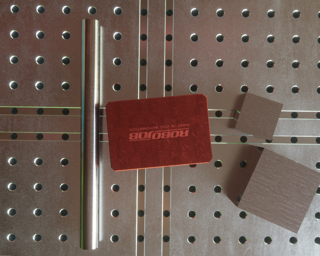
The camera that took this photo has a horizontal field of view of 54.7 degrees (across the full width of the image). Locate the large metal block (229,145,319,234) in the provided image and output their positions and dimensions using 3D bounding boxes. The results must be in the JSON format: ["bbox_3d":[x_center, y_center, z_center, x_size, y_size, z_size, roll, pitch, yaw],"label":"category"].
[{"bbox_3d":[0.147,0.077,0.403,0.080,0.050,0.080,24,90,-1],"label":"large metal block"}]

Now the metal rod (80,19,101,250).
[{"bbox_3d":[-0.093,0.008,0.412,0.025,0.025,0.298,0,90,-1],"label":"metal rod"}]

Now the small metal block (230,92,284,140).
[{"bbox_3d":[0.129,-0.015,0.415,0.050,0.025,0.050,18,90,-1],"label":"small metal block"}]

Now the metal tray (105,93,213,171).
[{"bbox_3d":[-0.001,0.005,0.411,0.131,0.030,0.089,-5,90,-1],"label":"metal tray"}]
